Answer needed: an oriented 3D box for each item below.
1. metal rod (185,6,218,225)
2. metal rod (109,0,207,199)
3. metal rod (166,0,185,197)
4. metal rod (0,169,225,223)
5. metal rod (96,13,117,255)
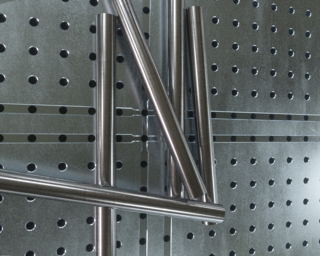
[{"bbox_3d":[0.059,-0.016,0.433,0.025,0.025,0.298,-5,92,-20],"label":"metal rod"},{"bbox_3d":[-0.007,-0.053,0.392,0.025,0.025,0.299,-22,91,-19],"label":"metal rod"},{"bbox_3d":[0.021,-0.050,0.419,0.025,0.025,0.298,0,90,-20],"label":"metal rod"},{"bbox_3d":[-0.058,0.081,0.363,0.302,0.025,0.025,14,86,-20],"label":"metal rod"},{"bbox_3d":[-0.067,0.010,0.387,0.025,0.025,0.298,0,90,-20],"label":"metal rod"}]
